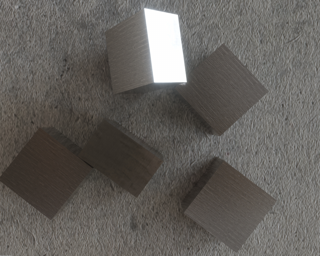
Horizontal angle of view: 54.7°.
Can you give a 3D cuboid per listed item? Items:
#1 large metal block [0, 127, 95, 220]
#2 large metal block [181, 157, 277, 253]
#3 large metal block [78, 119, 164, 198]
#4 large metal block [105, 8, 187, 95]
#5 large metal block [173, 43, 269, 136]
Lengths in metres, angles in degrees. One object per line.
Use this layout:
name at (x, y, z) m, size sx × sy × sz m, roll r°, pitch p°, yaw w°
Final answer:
large metal block at (-0.138, 0.055, 0.396) m, size 0.080 × 0.050 × 0.080 m, roll 38°, pitch 90°, yaw 0°
large metal block at (0.085, 0.095, 0.398) m, size 0.080 × 0.050 × 0.080 m, roll 37°, pitch 90°, yaw 0°
large metal block at (-0.043, 0.034, 0.382) m, size 0.080 × 0.080 × 0.050 m, roll 36°, pitch 90°, yaw 0°
large metal block at (-0.019, -0.087, 0.376) m, size 0.050 × 0.080 × 0.080 m, roll -8°, pitch 90°, yaw -42°
large metal block at (0.074, -0.046, 0.398) m, size 0.080 × 0.050 × 0.080 m, roll -43°, pitch 90°, yaw 0°
